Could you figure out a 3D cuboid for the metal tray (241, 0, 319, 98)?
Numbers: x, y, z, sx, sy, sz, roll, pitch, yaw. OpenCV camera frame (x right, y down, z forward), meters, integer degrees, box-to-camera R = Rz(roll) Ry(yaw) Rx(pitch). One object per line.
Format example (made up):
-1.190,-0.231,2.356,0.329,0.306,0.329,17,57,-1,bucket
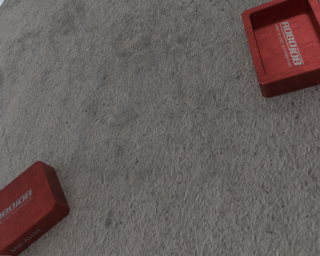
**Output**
0.158,-0.107,0.382,0.090,0.030,0.130,-15,56,19,metal tray

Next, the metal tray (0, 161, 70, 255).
-0.196,0.119,0.431,0.130,0.030,0.090,-39,51,1,metal tray
